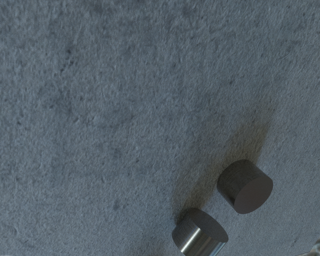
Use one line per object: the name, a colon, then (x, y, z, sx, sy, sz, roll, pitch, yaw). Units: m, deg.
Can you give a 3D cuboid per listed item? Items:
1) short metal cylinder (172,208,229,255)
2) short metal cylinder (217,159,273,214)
short metal cylinder: (0.067, 0.181, 0.523, 0.080, 0.080, 0.050, 25, 105, -37)
short metal cylinder: (0.147, 0.101, 0.536, 0.081, 0.050, 0.079, -14, 125, -21)
